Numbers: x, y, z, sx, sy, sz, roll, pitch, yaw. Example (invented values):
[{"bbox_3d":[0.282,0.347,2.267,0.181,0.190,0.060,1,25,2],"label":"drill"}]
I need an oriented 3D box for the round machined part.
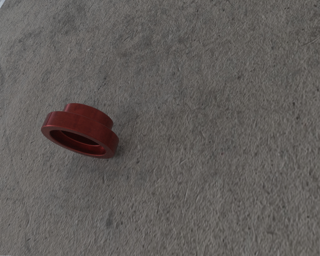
[{"bbox_3d":[-0.101,0.002,0.410,0.098,0.098,0.042,2,63,29],"label":"round machined part"}]
